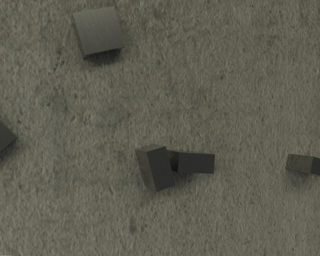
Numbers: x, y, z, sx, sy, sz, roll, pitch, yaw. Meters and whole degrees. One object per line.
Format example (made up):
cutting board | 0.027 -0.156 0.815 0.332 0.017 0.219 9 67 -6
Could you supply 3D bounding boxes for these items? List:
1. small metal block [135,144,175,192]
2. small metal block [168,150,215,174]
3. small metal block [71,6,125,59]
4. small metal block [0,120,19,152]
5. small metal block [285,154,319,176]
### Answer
small metal block | -0.007 0.049 0.394 0.025 0.050 0.050 -16 96 -20
small metal block | 0.037 0.044 0.411 0.050 0.050 0.025 5 89 -20
small metal block | -0.076 -0.117 0.381 0.050 0.025 0.050 -18 96 -20
small metal block | -0.194 0.009 0.337 0.050 0.025 0.050 -45 104 -15
small metal block | 0.237 0.060 0.486 0.050 0.050 0.025 16 85 -20
